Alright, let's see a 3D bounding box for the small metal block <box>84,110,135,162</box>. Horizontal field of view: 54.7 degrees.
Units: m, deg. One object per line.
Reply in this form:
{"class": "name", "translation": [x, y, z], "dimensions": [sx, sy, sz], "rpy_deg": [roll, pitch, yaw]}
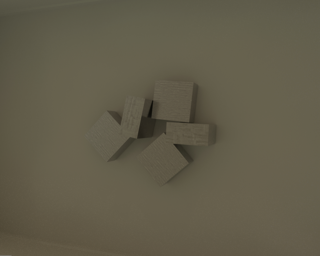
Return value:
{"class": "small metal block", "translation": [-0.068, 0.011, 0.431], "dimensions": [0.050, 0.025, 0.050], "rpy_deg": [-46, 76, 14]}

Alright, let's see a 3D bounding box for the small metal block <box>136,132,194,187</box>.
{"class": "small metal block", "translation": [0.007, 0.041, 0.405], "dimensions": [0.050, 0.025, 0.050], "rpy_deg": [-42, 77, 15]}

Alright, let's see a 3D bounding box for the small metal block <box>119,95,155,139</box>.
{"class": "small metal block", "translation": [-0.026, -0.014, 0.403], "dimensions": [0.025, 0.050, 0.050], "rpy_deg": [13, 95, 19]}

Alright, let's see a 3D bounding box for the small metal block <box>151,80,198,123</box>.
{"class": "small metal block", "translation": [0.019, -0.034, 0.401], "dimensions": [0.050, 0.025, 0.050], "rpy_deg": [7, 92, 19]}

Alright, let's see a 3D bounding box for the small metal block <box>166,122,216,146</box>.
{"class": "small metal block", "translation": [0.039, 0.007, 0.380], "dimensions": [0.050, 0.050, 0.025], "rpy_deg": [3, 91, 19]}
